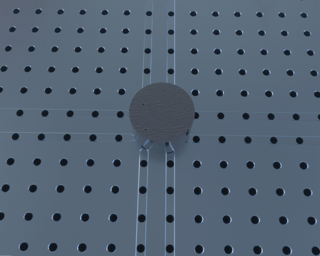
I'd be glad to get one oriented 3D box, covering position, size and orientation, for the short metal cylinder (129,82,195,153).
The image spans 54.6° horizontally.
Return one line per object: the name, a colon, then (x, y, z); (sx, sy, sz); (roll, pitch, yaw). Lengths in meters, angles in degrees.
short metal cylinder: (0.003, -0.012, 0.403); (0.080, 0.050, 0.080); (0, 70, 0)
